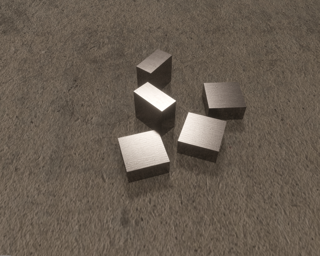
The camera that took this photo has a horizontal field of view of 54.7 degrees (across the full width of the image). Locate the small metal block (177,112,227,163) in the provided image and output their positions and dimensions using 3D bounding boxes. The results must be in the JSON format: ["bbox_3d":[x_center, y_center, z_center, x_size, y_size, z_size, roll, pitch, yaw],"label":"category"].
[{"bbox_3d":[0.053,0.011,0.394,0.050,0.025,0.050,15,51,11],"label":"small metal block"}]

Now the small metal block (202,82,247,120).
[{"bbox_3d":[0.089,-0.038,0.437,0.050,0.025,0.050,-2,50,-2],"label":"small metal block"}]

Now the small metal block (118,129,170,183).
[{"bbox_3d":[-0.020,0.033,0.375,0.050,0.025,0.050,-13,51,-11],"label":"small metal block"}]

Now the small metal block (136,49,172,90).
[{"bbox_3d":[-0.008,-0.079,0.453,0.025,0.050,0.050,30,56,22],"label":"small metal block"}]

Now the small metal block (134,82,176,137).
[{"bbox_3d":[-0.007,-0.024,0.407,0.050,0.050,0.025,37,59,26],"label":"small metal block"}]
